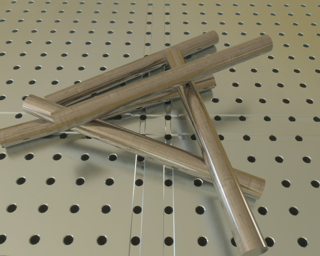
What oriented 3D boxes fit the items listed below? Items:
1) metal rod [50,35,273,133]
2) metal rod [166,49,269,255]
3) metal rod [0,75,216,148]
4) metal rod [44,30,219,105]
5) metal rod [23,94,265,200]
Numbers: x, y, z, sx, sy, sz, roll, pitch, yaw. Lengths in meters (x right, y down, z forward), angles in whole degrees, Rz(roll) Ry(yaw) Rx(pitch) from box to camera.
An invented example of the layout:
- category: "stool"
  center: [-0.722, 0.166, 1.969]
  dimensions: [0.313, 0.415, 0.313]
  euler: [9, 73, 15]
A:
- category: "metal rod"
  center: [0.015, -0.062, 0.391]
  dimensions: [0.302, 0.025, 0.025]
  euler: [-23, 54, -16]
- category: "metal rod"
  center: [0.052, 0.000, 0.369]
  dimensions: [0.025, 0.025, 0.300]
  euler: [-9, 49, -8]
- category: "metal rod"
  center: [-0.062, -0.029, 0.430]
  dimensions: [0.302, 0.025, 0.025]
  euler: [-17, 52, -14]
- category: "metal rod"
  center: [-0.031, -0.096, 0.487]
  dimensions: [0.302, 0.025, 0.025]
  euler: [-27, 55, -21]
- category: "metal rod"
  center: [-0.026, 0.020, 0.372]
  dimensions: [0.301, 0.025, 0.025]
  euler: [20, 53, 8]
